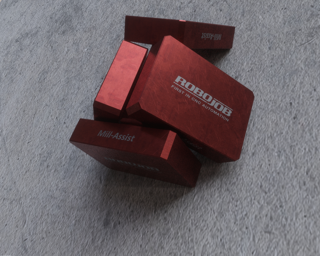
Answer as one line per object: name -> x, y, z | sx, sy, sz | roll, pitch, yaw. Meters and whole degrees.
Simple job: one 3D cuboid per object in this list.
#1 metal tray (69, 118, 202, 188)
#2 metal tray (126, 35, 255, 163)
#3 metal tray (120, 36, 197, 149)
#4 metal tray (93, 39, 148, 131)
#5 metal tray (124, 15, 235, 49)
metal tray -> -0.028, 0.029, 0.358 | 0.130, 0.090, 0.030 | 7, 66, 31
metal tray -> 0.039, -0.028, 0.337 | 0.030, 0.131, 0.090 | -20, 46, 59
metal tray -> 0.008, -0.041, 0.383 | 0.030, 0.090, 0.130 | 7, 65, 31
metal tray -> -0.052, -0.037, 0.391 | 0.030, 0.130, 0.090 | 21, 69, -3
metal tray -> 0.029, -0.125, 0.406 | 0.090, 0.131, 0.030 | 19, 113, 35
